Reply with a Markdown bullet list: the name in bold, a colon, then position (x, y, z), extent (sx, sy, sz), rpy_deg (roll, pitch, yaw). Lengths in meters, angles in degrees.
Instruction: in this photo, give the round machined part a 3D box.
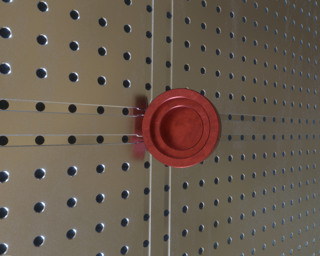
- **round machined part**: position (0.030, 0.001, 0.398), extent (0.042, 0.098, 0.098), rpy_deg (8, 84, -71)
